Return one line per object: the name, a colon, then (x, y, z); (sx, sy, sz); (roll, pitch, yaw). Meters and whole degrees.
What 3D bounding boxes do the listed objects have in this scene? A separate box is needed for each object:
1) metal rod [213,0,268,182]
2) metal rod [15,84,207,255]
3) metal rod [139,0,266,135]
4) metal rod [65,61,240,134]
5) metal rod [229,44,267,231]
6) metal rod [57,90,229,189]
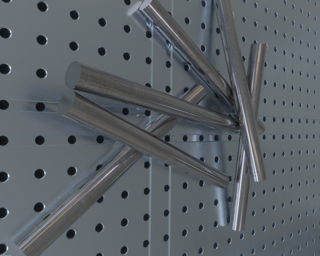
metal rod: (0.122, -0.068, 0.477); (0.025, 0.025, 0.299); (-8, 85, -40)
metal rod: (-0.037, 0.033, 0.377); (0.301, 0.025, 0.025); (-43, 116, -31)
metal rod: (0.080, -0.078, 0.474); (0.301, 0.025, 0.025); (40, 66, -33)
metal rod: (0.022, -0.025, 0.386); (0.302, 0.025, 0.025); (13, 82, -48)
metal rod: (0.141, 0.018, 0.500); (0.025, 0.025, 0.298); (0, 97, -40)
metal rod: (0.007, 0.031, 0.384); (0.301, 0.025, 0.025); (30, 71, -45)
